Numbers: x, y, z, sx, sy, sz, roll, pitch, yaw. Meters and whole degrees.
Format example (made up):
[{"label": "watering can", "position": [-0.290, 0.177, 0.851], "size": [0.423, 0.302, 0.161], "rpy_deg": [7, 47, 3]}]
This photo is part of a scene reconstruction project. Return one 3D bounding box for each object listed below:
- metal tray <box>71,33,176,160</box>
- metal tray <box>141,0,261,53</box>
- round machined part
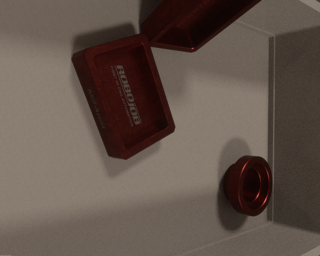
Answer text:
[{"label": "metal tray", "position": [-0.039, -0.039, 0.372], "size": [0.091, 0.030, 0.129], "rpy_deg": [-29, 109, -36]}, {"label": "metal tray", "position": [0.049, -0.143, 0.379], "size": [0.091, 0.130, 0.030], "rpy_deg": [-4, 72, -40]}, {"label": "round machined part", "position": [0.144, 0.095, 0.520], "size": [0.099, 0.042, 0.097], "rpy_deg": [0, 90, -40]}]
